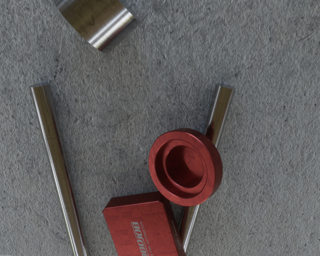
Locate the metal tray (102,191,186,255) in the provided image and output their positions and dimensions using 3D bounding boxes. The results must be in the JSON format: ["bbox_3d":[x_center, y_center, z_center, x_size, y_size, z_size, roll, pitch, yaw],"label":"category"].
[{"bbox_3d":[-0.019,0.160,0.450,0.090,0.030,0.129,-12,105,16],"label":"metal tray"}]

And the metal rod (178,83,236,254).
[{"bbox_3d":[0.053,0.084,0.441,0.025,0.025,0.298,11,110,-4],"label":"metal rod"}]

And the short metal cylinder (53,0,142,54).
[{"bbox_3d":[-0.066,-0.127,0.333,0.050,0.080,0.080,-40,106,13],"label":"short metal cylinder"}]

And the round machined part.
[{"bbox_3d":[0.037,0.047,0.402,0.098,0.042,0.097,8,104,34],"label":"round machined part"}]

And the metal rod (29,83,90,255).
[{"bbox_3d":[-0.135,0.085,0.439,0.025,0.025,0.298,-6,110,2],"label":"metal rod"}]
